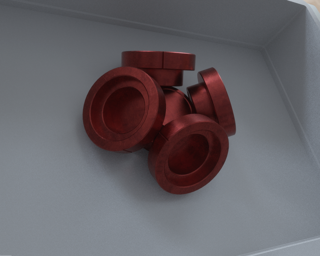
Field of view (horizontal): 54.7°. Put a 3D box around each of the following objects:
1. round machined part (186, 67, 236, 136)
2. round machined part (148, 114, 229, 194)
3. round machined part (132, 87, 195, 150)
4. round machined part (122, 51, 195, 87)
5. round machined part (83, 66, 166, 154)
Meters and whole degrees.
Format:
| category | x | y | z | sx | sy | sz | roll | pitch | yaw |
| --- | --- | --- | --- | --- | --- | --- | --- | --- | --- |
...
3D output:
| category | x | y | z | sx | sy | sz | roll | pitch | yaw |
| --- | --- | --- | --- | --- | --- | --- | --- | --- | --- |
| round machined part | 0.066 | -0.030 | 0.426 | 0.042 | 0.098 | 0.098 | -18 | 67 | 3 |
| round machined part | 0.030 | 0.027 | 0.369 | 0.099 | 0.097 | 0.042 | -1 | 26 | -29 |
| round machined part | 0.007 | -0.017 | 0.408 | 0.099 | 0.042 | 0.098 | 14 | 56 | -21 |
| round machined part | -0.002 | -0.078 | 0.417 | 0.099 | 0.098 | 0.042 | -4 | 102 | -30 |
| round machined part | -0.037 | -0.018 | 0.361 | 0.042 | 0.098 | 0.098 | 27 | 40 | -62 |
